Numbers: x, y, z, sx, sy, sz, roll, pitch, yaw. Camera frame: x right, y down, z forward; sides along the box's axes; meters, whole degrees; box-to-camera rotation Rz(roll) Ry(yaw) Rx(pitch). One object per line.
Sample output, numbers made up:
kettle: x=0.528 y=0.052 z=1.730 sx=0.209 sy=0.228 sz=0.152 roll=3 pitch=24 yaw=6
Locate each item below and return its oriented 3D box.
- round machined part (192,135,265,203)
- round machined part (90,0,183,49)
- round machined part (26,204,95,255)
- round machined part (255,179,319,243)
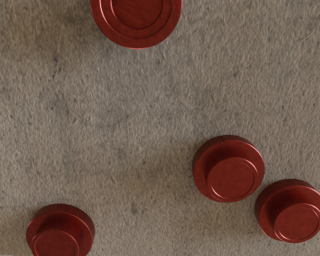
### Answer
round machined part: x=0.095 y=0.062 z=0.425 sx=0.099 sy=0.042 sz=0.097 roll=0 pitch=110 yaw=-1
round machined part: x=-0.025 y=-0.141 z=0.348 sx=0.099 sy=0.042 sz=0.097 roll=0 pitch=110 yaw=-1
round machined part: x=-0.150 y=0.165 z=0.460 sx=0.099 sy=0.042 sz=0.097 roll=0 pitch=110 yaw=-1
round machined part: x=0.193 y=0.127 z=0.450 sx=0.099 sy=0.042 sz=0.097 roll=0 pitch=110 yaw=-1
